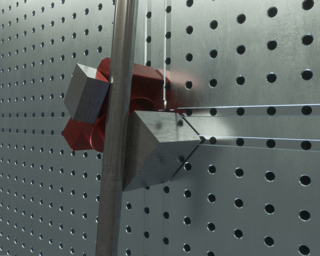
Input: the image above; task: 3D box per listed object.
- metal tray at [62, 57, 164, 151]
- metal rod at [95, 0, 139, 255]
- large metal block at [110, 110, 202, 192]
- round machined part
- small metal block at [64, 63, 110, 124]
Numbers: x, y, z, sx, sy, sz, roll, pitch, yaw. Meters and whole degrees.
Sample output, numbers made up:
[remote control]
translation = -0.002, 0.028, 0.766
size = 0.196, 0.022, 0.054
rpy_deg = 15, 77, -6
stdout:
[metal tray]
translation = -0.063, -0.027, 0.416
size = 0.030, 0.091, 0.129
rpy_deg = 51, 119, 28
[metal rod]
translation = -0.049, 0.011, 0.343
size = 0.025, 0.025, 0.298
rpy_deg = 9, 96, 39
[large metal block]
translation = -0.010, 0.027, 0.376
size = 0.050, 0.081, 0.080
rpy_deg = 50, 119, 28
[round machined part]
translation = -0.045, -0.001, 0.402
size = 0.042, 0.099, 0.097
rpy_deg = 50, 119, 28
[small metal block]
translation = -0.084, -0.039, 0.349
size = 0.050, 0.025, 0.050
rpy_deg = 45, 117, 51
